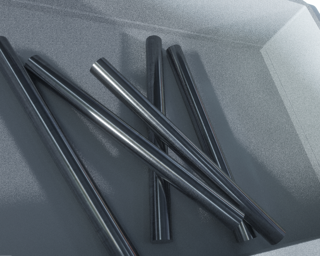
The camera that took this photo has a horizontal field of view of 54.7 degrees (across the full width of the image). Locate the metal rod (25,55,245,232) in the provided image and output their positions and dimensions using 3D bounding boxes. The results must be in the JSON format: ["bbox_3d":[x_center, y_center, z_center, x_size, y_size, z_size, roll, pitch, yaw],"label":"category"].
[{"bbox_3d":[-0.034,0.013,0.355,0.300,0.025,0.025,37,50,6],"label":"metal rod"}]

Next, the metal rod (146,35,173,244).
[{"bbox_3d":[-0.004,-0.007,0.409,0.025,0.025,0.299,11,57,-23],"label":"metal rod"}]

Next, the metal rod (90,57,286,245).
[{"bbox_3d":[0.032,0.026,0.374,0.300,0.025,0.025,44,51,2],"label":"metal rod"}]

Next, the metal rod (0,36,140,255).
[{"bbox_3d":[-0.108,0.022,0.334,0.025,0.025,0.299,-26,76,-37],"label":"metal rod"}]

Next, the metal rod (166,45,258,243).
[{"bbox_3d":[0.065,0.006,0.438,0.025,0.025,0.299,-4,64,-31],"label":"metal rod"}]
